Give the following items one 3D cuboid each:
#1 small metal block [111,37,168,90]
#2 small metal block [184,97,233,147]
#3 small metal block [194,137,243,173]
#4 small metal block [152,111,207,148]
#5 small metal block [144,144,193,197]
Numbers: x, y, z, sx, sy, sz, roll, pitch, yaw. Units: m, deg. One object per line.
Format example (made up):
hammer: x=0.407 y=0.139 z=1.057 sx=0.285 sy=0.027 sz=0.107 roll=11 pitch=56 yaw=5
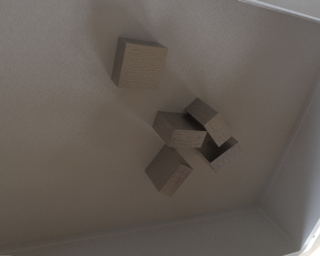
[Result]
small metal block: x=-0.024 y=-0.072 z=0.352 sx=0.050 sy=0.025 sz=0.050 roll=0 pitch=118 yaw=-29
small metal block: x=0.066 y=-0.008 z=0.426 sx=0.025 sy=0.050 sz=0.050 roll=-42 pitch=130 yaw=-1
small metal block: x=0.085 y=0.030 z=0.460 sx=0.050 sy=0.050 sz=0.025 roll=-36 pitch=129 yaw=-5
small metal block: x=0.025 y=0.002 z=0.409 sx=0.050 sy=0.050 sz=0.025 roll=4 pitch=117 yaw=-30
small metal block: x=0.011 y=0.060 z=0.437 sx=0.025 sy=0.050 sz=0.050 roll=30 pitch=102 yaw=-38
